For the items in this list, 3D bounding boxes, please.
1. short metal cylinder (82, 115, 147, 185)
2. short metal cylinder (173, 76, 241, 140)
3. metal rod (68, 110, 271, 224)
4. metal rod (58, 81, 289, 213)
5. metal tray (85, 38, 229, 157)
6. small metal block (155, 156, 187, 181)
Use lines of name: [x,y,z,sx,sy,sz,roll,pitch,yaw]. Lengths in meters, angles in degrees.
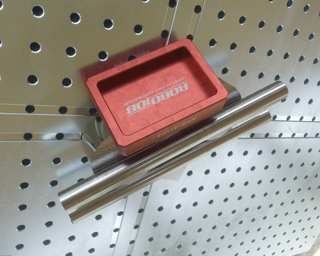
short metal cylinder: [-0.051,0.024,0.383,0.081,0.050,0.079,-14,125,-21]
short metal cylinder: [0.060,-0.030,0.412,0.081,0.050,0.079,-14,125,-21]
metal rod: [0.021,0.044,0.418,0.302,0.025,0.025,-26,128,-13]
metal rod: [0.026,0.016,0.371,0.302,0.025,0.025,-27,128,-12]
metal tray: [-0.003,-0.037,0.344,0.131,0.090,0.030,-26,160,-13]
small metal block: [0.013,0.047,0.448,0.050,0.025,0.050,16,110,-35]
